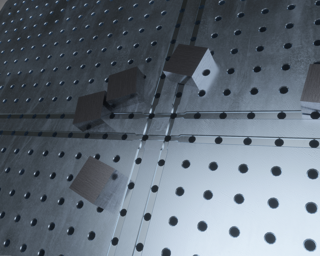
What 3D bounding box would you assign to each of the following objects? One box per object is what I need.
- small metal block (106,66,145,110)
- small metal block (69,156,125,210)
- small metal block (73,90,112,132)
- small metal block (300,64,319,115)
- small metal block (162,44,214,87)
[{"bbox_3d":[-0.052,-0.061,0.474,0.050,0.025,0.050,-14,56,20],"label":"small metal block"},{"bbox_3d":[-0.083,0.071,0.410,0.050,0.025,0.050,21,73,35],"label":"small metal block"},{"bbox_3d":[-0.102,-0.026,0.479,0.050,0.025,0.050,-10,57,22],"label":"small metal block"},{"bbox_3d":[0.185,-0.041,0.336,0.050,0.025,0.050,10,67,32],"label":"small metal block"},{"bbox_3d":[0.040,-0.090,0.443,0.050,0.025,0.050,19,72,35],"label":"small metal block"}]
